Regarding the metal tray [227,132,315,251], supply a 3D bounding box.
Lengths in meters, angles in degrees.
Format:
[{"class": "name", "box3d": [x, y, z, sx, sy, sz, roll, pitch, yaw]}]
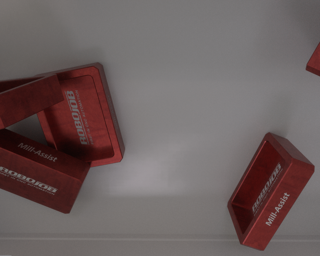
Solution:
[{"class": "metal tray", "box3d": [0.138, 0.081, 0.407, 0.030, 0.090, 0.129, 21, 109, -7]}]

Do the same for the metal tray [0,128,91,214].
[{"class": "metal tray", "box3d": [-0.167, 0.058, 0.409, 0.131, 0.030, 0.089, 24, 132, -8]}]

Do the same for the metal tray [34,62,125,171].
[{"class": "metal tray", "box3d": [-0.105, -0.012, 0.403, 0.090, 0.030, 0.129, -11, 110, 4]}]

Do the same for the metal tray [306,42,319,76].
[{"class": "metal tray", "box3d": [0.210, -0.092, 0.329, 0.030, 0.131, 0.089, 38, 116, 33]}]

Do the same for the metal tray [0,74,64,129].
[{"class": "metal tray", "box3d": [-0.185, -0.028, 0.339, 0.130, 0.090, 0.030, -1, 113, 27]}]
